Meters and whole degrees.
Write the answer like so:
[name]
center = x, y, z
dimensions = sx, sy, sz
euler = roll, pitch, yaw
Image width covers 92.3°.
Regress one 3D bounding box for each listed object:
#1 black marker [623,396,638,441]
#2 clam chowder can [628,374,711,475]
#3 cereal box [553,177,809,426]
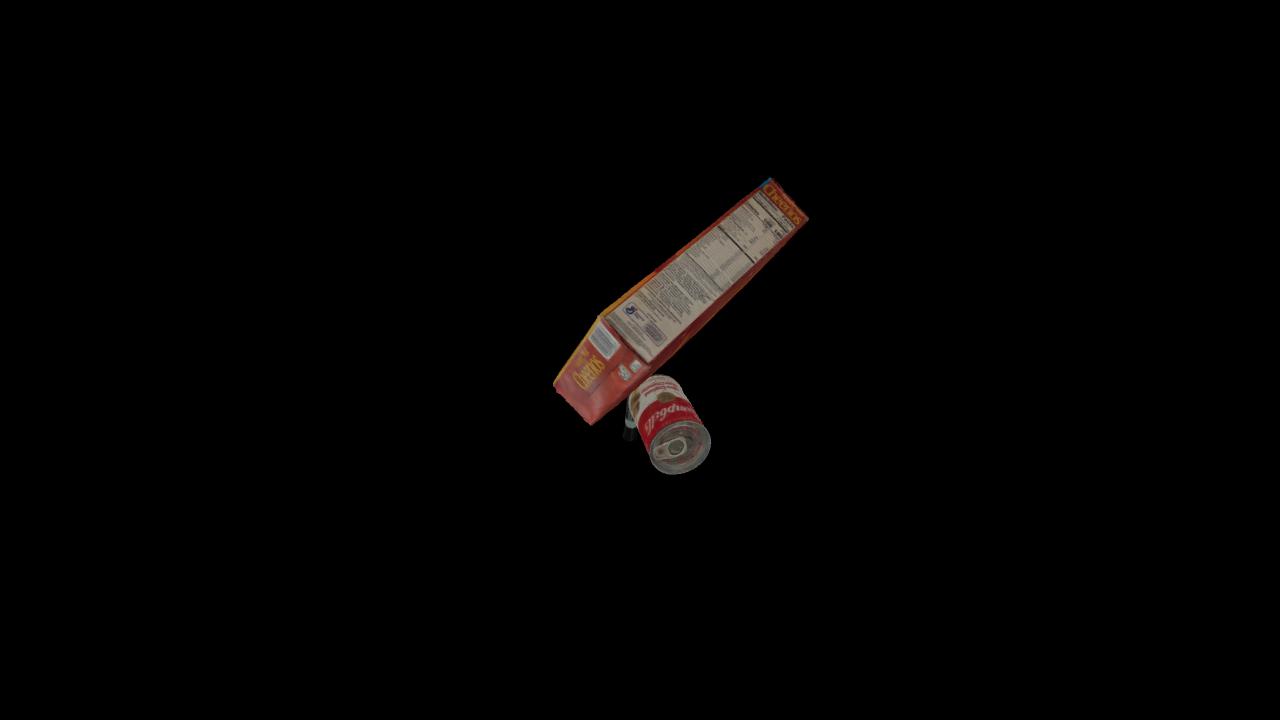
[black marker]
center = -0.008, 0.056, 0.749
dimensions = 0.020, 0.121, 0.020
euler = 4, 41, -3
[clam chowder can]
center = 0.030, 0.068, 0.677
dimensions = 0.068, 0.068, 0.102
euler = 0, 28, -16
[cereal box]
center = 0.047, -0.068, 0.730
dimensions = 0.306, 0.081, 0.203
euler = -43, -2, -30
